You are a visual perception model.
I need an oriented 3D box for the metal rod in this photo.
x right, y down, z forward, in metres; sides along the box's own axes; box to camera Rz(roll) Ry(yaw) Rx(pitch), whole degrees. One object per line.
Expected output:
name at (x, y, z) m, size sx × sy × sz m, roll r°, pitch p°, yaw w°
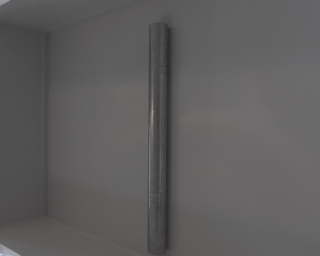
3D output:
metal rod at (-0.003, 0.014, 0.410) m, size 0.025 × 0.025 × 0.298 m, roll 1°, pitch 91°, yaw 40°
